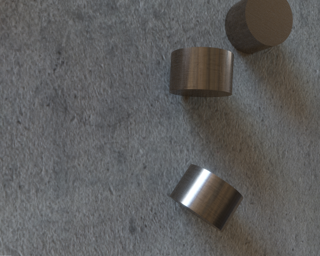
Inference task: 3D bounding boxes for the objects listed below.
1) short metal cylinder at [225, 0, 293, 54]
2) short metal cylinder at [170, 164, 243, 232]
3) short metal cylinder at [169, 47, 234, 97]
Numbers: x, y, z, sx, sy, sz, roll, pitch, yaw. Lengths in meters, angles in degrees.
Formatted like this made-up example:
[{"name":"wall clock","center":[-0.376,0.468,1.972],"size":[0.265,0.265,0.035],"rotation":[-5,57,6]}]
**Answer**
[{"name":"short metal cylinder","center":[0.143,-0.153,0.450],"size":[0.081,0.050,0.079],"rotation":[0,90,-21]},{"name":"short metal cylinder","center":[0.060,0.091,0.403],"size":[0.080,0.080,0.050],"rotation":[39,78,-16]},{"name":"short metal cylinder","center":[0.053,-0.069,0.401],"size":[0.081,0.080,0.050],"rotation":[3,89,-20]}]
